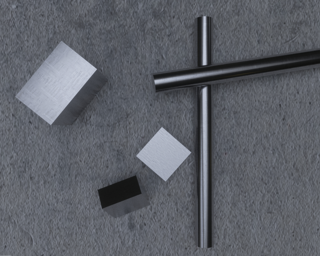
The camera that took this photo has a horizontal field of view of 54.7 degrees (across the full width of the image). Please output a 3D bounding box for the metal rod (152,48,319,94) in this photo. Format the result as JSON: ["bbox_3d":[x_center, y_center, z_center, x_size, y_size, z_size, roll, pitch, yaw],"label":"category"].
[{"bbox_3d":[0.140,-0.080,0.395,0.302,0.025,0.025,-10,90,-7],"label":"metal rod"}]

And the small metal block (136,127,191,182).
[{"bbox_3d":[0.005,0.034,0.410,0.050,0.025,0.050,41,90,-1],"label":"small metal block"}]

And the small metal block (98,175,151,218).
[{"bbox_3d":[-0.044,0.089,0.394,0.050,0.050,0.025,-21,59,0],"label":"small metal block"}]

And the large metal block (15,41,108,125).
[{"bbox_3d":[-0.115,-0.050,0.381,0.050,0.080,0.080,39,90,-1],"label":"large metal block"}]

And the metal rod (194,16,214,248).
[{"bbox_3d":[0.058,0.005,0.410,0.025,0.025,0.298,0,90,-1],"label":"metal rod"}]
